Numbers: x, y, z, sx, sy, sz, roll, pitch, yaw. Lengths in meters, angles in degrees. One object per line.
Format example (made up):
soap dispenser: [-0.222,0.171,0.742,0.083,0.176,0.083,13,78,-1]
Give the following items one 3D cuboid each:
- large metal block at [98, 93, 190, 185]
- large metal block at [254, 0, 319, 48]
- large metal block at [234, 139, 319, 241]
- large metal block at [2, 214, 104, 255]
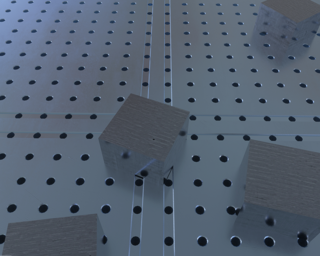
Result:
large metal block: [-0.017,0.012,0.381,0.080,0.050,0.080,19,52,14]
large metal block: [0.234,-0.199,0.561,0.081,0.050,0.080,-29,56,-22]
large metal block: [0.131,0.066,0.338,0.080,0.050,0.080,12,51,9]
large metal block: [-0.094,0.130,0.281,0.081,0.050,0.080,-5,50,-5]
